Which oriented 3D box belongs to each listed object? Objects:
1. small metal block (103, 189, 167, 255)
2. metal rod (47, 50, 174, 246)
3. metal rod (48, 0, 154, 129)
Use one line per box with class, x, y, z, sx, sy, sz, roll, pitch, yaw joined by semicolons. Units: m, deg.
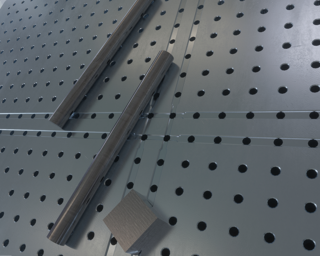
small metal block;-0.030;0.108;0.357;0.050;0.025;0.050;-46;51;-4
metal rod;-0.061;0.016;0.430;0.025;0.025;0.300;18;71;35
metal rod;-0.093;-0.129;0.536;0.025;0.025;0.300;22;73;36
